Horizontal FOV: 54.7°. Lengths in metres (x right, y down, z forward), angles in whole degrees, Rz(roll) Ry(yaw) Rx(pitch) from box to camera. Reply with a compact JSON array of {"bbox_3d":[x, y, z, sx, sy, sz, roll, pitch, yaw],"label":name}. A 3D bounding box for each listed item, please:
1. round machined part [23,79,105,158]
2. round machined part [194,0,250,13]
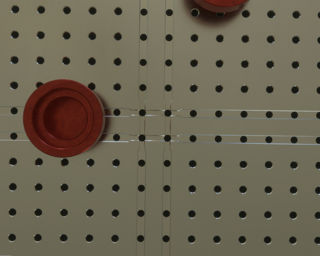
[{"bbox_3d":[-0.120,-0.012,0.403,0.099,0.042,0.097,0,90,-1],"label":"round machined part"},{"bbox_3d":[0.081,-0.199,0.406,0.099,0.042,0.097,0,90,-1],"label":"round machined part"}]
